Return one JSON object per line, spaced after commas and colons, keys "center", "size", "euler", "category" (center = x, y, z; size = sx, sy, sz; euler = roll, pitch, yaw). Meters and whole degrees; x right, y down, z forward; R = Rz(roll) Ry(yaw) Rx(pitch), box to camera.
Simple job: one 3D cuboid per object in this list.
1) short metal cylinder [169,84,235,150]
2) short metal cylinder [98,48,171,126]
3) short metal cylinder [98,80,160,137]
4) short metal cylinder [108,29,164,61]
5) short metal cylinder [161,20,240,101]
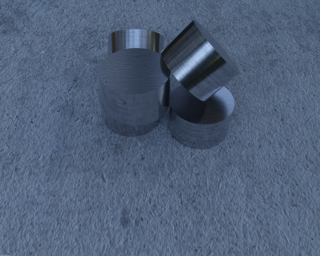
{"center": [0.052, -0.019, 0.404], "size": [0.081, 0.050, 0.080], "euler": [0, 50, 0], "category": "short metal cylinder"}
{"center": [-0.028, -0.049, 0.364], "size": [0.081, 0.050, 0.080], "euler": [0, 50, 0], "category": "short metal cylinder"}
{"center": [-0.039, -0.034, 0.416], "size": [0.081, 0.050, 0.080], "euler": [0, 50, 0], "category": "short metal cylinder"}
{"center": [-0.035, -0.105, 0.449], "size": [0.081, 0.080, 0.050], "euler": [0, 89, -1], "category": "short metal cylinder"}
{"center": [0.047, -0.078, 0.361], "size": [0.050, 0.080, 0.080], "euler": [-41, 49, 22], "category": "short metal cylinder"}
